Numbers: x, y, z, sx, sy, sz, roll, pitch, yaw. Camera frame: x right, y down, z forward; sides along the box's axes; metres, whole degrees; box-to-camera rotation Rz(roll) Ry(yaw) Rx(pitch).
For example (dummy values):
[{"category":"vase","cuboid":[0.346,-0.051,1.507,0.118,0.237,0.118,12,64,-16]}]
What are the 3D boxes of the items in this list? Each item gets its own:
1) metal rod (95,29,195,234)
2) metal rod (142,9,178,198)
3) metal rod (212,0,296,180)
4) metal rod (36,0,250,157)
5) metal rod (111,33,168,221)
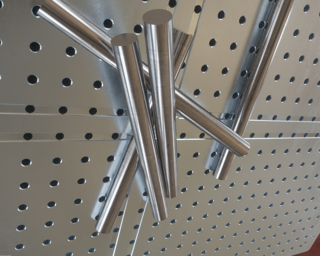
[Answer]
[{"category":"metal rod","cuboid":[-0.027,0.018,0.408,0.025,0.025,0.298,10,113,-33]},{"category":"metal rod","cuboid":[0.007,0.003,0.371,0.025,0.025,0.298,-23,142,-15]},{"category":"metal rod","cuboid":[0.133,-0.051,0.454,0.025,0.025,0.298,0,119,-29]},{"category":"metal rod","cuboid":[0.004,-0.043,0.356,0.301,0.025,0.025,33,100,-29]},{"category":"metal rod","cuboid":[-0.016,0.027,0.385,0.025,0.025,0.298,-23,135,-15]}]
